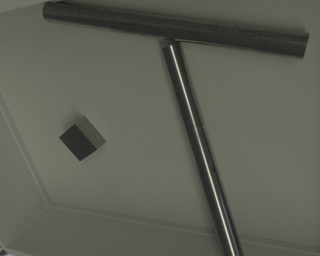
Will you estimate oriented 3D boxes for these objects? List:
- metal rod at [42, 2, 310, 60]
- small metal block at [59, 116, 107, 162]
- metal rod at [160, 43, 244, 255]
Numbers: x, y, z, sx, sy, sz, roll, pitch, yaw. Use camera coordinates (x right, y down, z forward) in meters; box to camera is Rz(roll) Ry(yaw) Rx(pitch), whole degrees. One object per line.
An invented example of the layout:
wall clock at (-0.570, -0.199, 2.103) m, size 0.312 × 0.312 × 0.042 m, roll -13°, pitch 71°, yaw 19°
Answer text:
metal rod at (-0.001, -0.111, 0.339) m, size 0.301 × 0.025 × 0.025 m, roll 14°, pitch 124°, yaw 19°
small metal block at (-0.120, 0.018, 0.481) m, size 0.050 × 0.025 × 0.050 m, roll -32°, pitch 101°, yaw 38°
metal rod at (0.056, 0.051, 0.362) m, size 0.025 × 0.025 × 0.298 m, roll -13°, pitch 97°, yaw 33°
